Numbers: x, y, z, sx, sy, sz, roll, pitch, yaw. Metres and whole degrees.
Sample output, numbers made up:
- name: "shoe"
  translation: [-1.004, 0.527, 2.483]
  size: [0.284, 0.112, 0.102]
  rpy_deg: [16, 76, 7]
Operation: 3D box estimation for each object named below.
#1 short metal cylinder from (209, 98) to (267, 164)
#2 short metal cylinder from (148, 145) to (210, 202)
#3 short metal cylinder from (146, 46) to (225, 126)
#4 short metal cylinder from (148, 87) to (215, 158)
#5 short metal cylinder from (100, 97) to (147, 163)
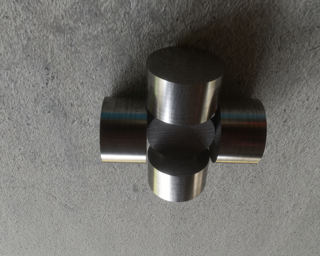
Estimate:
- name: "short metal cylinder"
  translation: [0.090, 0.003, 0.377]
  size: [0.050, 0.080, 0.079]
  rpy_deg: [2, 130, -2]
- name: "short metal cylinder"
  translation: [0.024, 0.052, 0.417]
  size: [0.081, 0.080, 0.050]
  rpy_deg: [0, 130, -1]
- name: "short metal cylinder"
  translation: [0.025, -0.047, 0.332]
  size: [0.081, 0.080, 0.050]
  rpy_deg: [1, 130, -2]
- name: "short metal cylinder"
  translation: [0.025, -0.008, 0.386]
  size: [0.081, 0.050, 0.079]
  rpy_deg: [0, 130, 0]
- name: "short metal cylinder"
  translation: [-0.041, 0.002, 0.375]
  size: [0.050, 0.080, 0.079]
  rpy_deg: [2, 130, -2]
